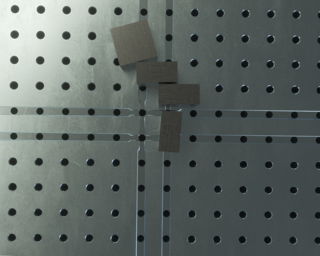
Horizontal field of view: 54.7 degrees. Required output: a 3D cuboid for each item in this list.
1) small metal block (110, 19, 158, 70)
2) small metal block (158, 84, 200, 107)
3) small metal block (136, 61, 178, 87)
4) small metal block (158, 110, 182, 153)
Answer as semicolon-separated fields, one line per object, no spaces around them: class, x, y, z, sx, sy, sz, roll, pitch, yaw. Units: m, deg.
small metal block;-0.034;-0.111;0.413;0.050;0.025;0.050;-15;90;-1
small metal block;0.023;-0.041;0.401;0.050;0.050;0.025;0;90;-1
small metal block;-0.004;-0.068;0.401;0.050;0.050;0.025;-1;90;-1
small metal block;0.013;0.004;0.401;0.025;0.050;0.050;5;90;0
